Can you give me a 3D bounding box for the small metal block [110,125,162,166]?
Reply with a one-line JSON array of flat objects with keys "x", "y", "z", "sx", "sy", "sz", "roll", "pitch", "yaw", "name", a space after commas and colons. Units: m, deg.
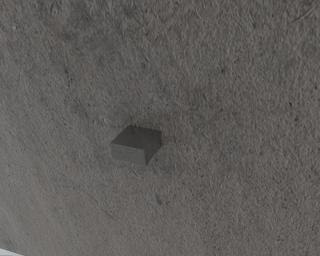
[{"x": -0.031, "y": 0.022, "z": 0.422, "sx": 0.050, "sy": 0.050, "sz": 0.025, "roll": 10, "pitch": 123, "yaw": 23, "name": "small metal block"}]
